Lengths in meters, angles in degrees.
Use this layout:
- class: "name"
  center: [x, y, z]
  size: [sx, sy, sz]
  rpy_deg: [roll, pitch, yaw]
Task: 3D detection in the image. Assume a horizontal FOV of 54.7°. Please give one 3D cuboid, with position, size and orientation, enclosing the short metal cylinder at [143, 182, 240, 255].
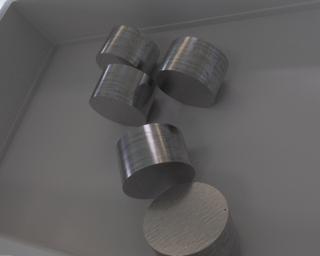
- class: "short metal cylinder"
  center: [0.031, 0.099, 0.296]
  size: [0.080, 0.050, 0.080]
  rpy_deg: [-16, 33, 11]

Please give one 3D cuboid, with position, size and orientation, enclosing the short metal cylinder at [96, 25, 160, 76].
- class: "short metal cylinder"
  center: [-0.047, -0.104, 0.459]
  size: [0.080, 0.080, 0.050]
  rpy_deg: [12, 68, 33]

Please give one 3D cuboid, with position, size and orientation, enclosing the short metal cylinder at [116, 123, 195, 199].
- class: "short metal cylinder"
  center: [-0.006, 0.039, 0.350]
  size: [0.080, 0.080, 0.050]
  rpy_deg: [-26, 53, 12]

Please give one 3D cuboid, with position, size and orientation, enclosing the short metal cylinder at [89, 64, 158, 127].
- class: "short metal cylinder"
  center: [-0.049, -0.043, 0.422]
  size: [0.080, 0.080, 0.050]
  rpy_deg: [5, 65, 30]

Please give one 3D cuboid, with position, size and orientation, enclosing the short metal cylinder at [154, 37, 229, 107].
- class: "short metal cylinder"
  center: [0.040, -0.069, 0.392]
  size: [0.080, 0.080, 0.050]
  rpy_deg: [13, 69, 33]
